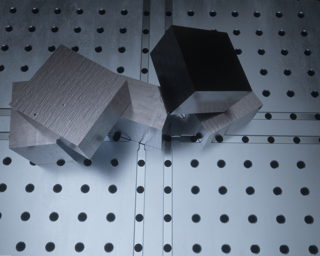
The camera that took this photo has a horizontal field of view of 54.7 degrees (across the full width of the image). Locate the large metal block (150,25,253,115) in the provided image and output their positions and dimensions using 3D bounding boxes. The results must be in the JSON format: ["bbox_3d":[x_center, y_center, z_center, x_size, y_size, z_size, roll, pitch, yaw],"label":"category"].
[{"bbox_3d":[0.045,-0.063,0.349,0.081,0.050,0.080,-4,67,-33],"label":"large metal block"}]

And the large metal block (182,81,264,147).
[{"bbox_3d":[0.073,-0.034,0.412,0.080,0.050,0.080,-29,73,-10],"label":"large metal block"}]

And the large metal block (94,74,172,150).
[{"bbox_3d":[-0.028,-0.019,0.388,0.080,0.080,0.050,18,71,6],"label":"large metal block"}]

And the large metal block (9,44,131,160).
[{"bbox_3d":[-0.088,-0.026,0.321,0.080,0.050,0.080,29,72,10],"label":"large metal block"}]

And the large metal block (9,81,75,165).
[{"bbox_3d":[-0.141,-0.005,0.382,0.050,0.080,0.080,-6,70,-2],"label":"large metal block"}]
